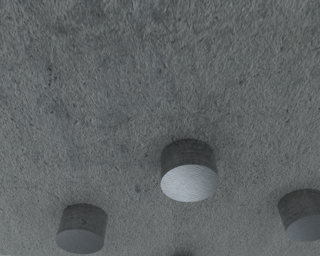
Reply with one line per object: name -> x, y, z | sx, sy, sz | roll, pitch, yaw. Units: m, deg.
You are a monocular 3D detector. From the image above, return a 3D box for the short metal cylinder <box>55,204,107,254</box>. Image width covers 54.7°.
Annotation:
short metal cylinder -> -0.135, 0.176, 0.540 | 0.081, 0.050, 0.079 | 0, 130, 0

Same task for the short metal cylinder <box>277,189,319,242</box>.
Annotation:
short metal cylinder -> 0.245, 0.146, 0.518 | 0.081, 0.050, 0.079 | 0, 130, 0

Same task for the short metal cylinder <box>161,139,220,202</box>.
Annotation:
short metal cylinder -> 0.041, 0.061, 0.443 | 0.081, 0.050, 0.079 | 0, 130, 0
